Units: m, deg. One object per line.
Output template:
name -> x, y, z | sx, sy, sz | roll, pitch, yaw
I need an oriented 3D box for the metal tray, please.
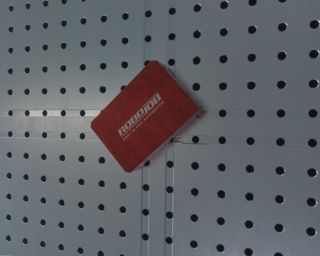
metal tray -> -0.020, -0.014, 0.418 | 0.130, 0.030, 0.090 | -43, 77, 15
